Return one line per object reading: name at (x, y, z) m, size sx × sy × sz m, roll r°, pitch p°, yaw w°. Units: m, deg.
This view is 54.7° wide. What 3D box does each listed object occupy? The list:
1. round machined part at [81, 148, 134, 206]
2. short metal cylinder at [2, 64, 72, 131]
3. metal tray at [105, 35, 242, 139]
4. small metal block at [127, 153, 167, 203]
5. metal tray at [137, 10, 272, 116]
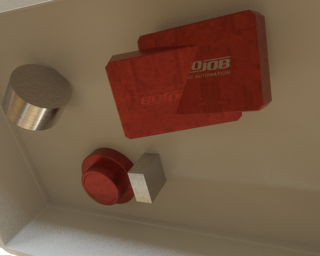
round machined part at (-0.084, 0.084, 0.492) m, size 0.098 × 0.042 × 0.097 m, roll 13°, pitch 124°, yaw 20°
short metal cylinder at (-0.172, -0.043, 0.435) m, size 0.080 × 0.080 × 0.050 m, roll 41°, pitch 129°, yaw -1°
metal tray at (0.017, -0.043, 0.335) m, size 0.131 × 0.030 × 0.089 m, roll -10°, pitch 116°, yaw 5°
small metal block at (-0.017, 0.071, 0.444) m, size 0.025 × 0.050 × 0.050 m, roll 0°, pitch 119°, yaw 28°
metal tray at (0.042, -0.061, 0.321) m, size 0.130 × 0.030 × 0.089 m, roll -2°, pitch 102°, yaw 35°
